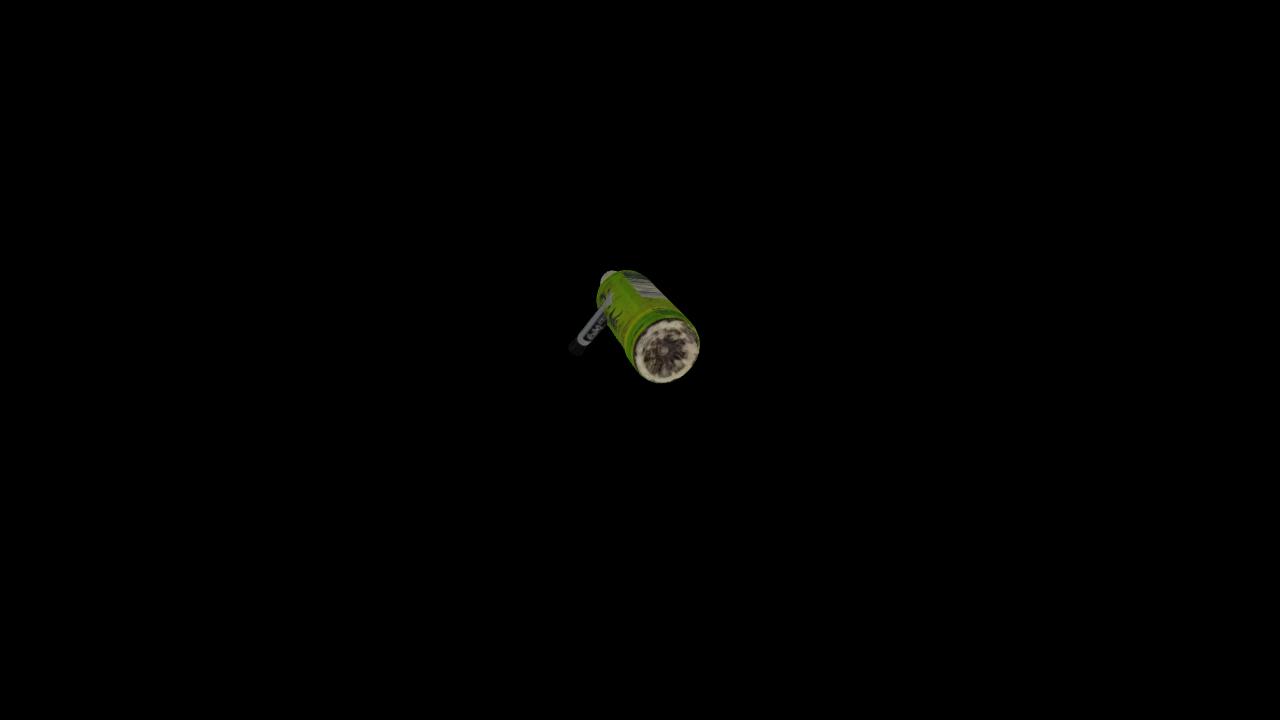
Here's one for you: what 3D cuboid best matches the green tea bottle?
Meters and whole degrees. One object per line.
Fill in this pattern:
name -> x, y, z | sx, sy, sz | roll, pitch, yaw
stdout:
green tea bottle -> -0.003, -0.051, 0.658 | 0.073, 0.073, 0.212 | 0, 25, -16

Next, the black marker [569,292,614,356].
black marker -> -0.052, -0.037, 0.692 | 0.020, 0.020, 0.121 | 0, -26, -31
